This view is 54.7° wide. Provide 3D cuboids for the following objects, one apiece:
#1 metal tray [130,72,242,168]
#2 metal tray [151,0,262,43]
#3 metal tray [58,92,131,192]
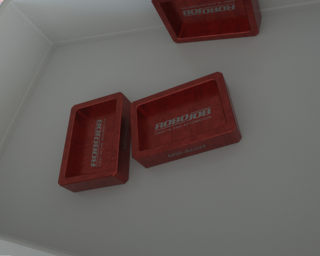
[{"bbox_3d":[0.027,-0.010,0.392,0.130,0.030,0.090,-18,55,17],"label":"metal tray"},{"bbox_3d":[0.065,-0.164,0.429,0.130,0.090,0.030,3,63,29],"label":"metal tray"},{"bbox_3d":[-0.088,0.018,0.435,0.090,0.030,0.130,-13,56,20],"label":"metal tray"}]
